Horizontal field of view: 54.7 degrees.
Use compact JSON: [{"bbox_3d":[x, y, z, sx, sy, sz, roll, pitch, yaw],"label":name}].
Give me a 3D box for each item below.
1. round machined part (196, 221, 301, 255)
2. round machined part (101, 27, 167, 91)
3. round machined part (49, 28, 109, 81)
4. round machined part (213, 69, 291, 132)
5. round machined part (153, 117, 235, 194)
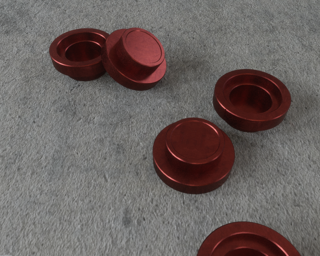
[{"bbox_3d":[0.078,0.138,0.276,0.099,0.042,0.098,0,50,0],"label":"round machined part"},{"bbox_3d":[-0.032,-0.107,0.454,0.099,0.042,0.098,15,57,-25],"label":"round machined part"},{"bbox_3d":[-0.117,-0.111,0.484,0.099,0.042,0.098,0,50,0],"label":"round machined part"},{"bbox_3d":[0.121,-0.033,0.420,0.099,0.042,0.098,0,50,0],"label":"round machined part"},{"bbox_3d":[0.040,0.026,0.371,0.099,0.042,0.098,0,50,0],"label":"round machined part"}]
